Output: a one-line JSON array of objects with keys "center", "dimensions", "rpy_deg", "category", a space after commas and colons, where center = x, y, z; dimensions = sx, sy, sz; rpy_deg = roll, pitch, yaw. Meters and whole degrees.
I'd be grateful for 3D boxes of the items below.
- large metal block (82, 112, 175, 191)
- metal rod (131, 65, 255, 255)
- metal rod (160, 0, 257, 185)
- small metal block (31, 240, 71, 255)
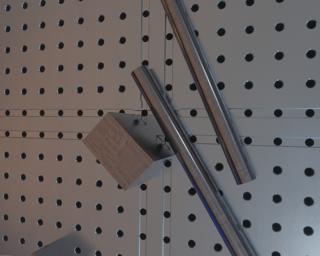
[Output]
[{"center": [-0.037, 0.026, 0.395], "dimensions": [0.080, 0.080, 0.050], "rpy_deg": [46, 104, 14], "category": "large metal block"}, {"center": [0.043, 0.051, 0.396], "dimensions": [0.025, 0.025, 0.299], "rpy_deg": [-32, 80, 17], "category": "metal rod"}, {"center": [0.051, -0.073, 0.394], "dimensions": [0.025, 0.025, 0.299], "rpy_deg": [-24, 82, 18], "category": "metal rod"}, {"center": [-0.158, 0.199, 0.453], "dimensions": [0.050, 0.050, 0.025], "rpy_deg": [40, 103, 15], "category": "small metal block"}]
